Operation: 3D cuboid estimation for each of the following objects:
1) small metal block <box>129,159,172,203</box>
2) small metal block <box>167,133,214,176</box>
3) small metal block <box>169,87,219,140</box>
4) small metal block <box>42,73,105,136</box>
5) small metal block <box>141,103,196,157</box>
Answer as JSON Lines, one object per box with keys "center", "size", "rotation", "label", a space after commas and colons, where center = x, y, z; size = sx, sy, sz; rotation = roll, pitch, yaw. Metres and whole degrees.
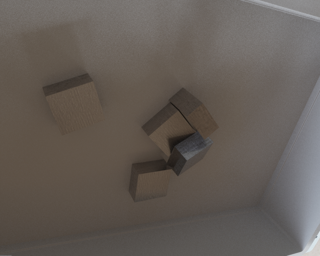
{"center": [-0.015, 0.076, 0.447], "size": [0.050, 0.025, 0.050], "rotation": [-5, 121, -26], "label": "small metal block"}
{"center": [0.041, 0.035, 0.432], "size": [0.050, 0.025, 0.050], "rotation": [-30, 158, -28], "label": "small metal block"}
{"center": [0.044, -0.019, 0.404], "size": [0.025, 0.050, 0.050], "rotation": [-41, 129, 0], "label": "small metal block"}
{"center": [-0.094, -0.026, 0.341], "size": [0.050, 0.025, 0.050], "rotation": [-22, 127, -16], "label": "small metal block"}
{"center": [0.012, 0.003, 0.417], "size": [0.050, 0.025, 0.050], "rotation": [-41, 129, 0], "label": "small metal block"}
